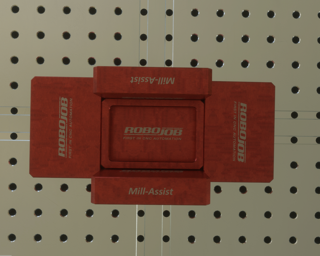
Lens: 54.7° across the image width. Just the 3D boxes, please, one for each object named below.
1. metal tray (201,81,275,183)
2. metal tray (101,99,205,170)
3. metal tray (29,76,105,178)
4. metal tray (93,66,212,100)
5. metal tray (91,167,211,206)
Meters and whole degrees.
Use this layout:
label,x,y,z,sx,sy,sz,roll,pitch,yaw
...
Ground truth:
label,x,y,z,sx,sy,sz,roll,pitch,yaw
metal tray,0.102,0.005,0.410,0.091,0.030,0.129,1,90,-2
metal tray,-0.009,0.008,0.408,0.131,0.030,0.089,1,90,-1
metal tray,-0.120,-0.001,0.409,0.091,0.030,0.129,1,90,-1
metal tray,-0.008,-0.052,0.381,0.131,0.090,0.030,1,90,-1
metal tray,-0.010,0.068,0.379,0.131,0.090,0.030,1,90,-1
